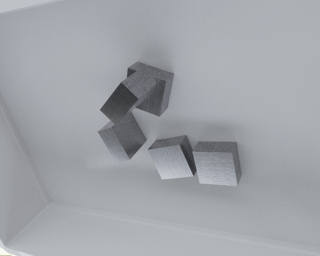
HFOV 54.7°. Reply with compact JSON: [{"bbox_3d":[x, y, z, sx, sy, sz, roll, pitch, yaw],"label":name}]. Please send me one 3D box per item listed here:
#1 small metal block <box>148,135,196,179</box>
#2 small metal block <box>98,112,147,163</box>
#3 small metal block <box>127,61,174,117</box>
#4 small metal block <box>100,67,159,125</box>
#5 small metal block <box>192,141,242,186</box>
[{"bbox_3d":[0.019,0.041,0.423,0.050,0.025,0.050,-12,113,32],"label":"small metal block"},{"bbox_3d":[-0.050,0.011,0.424,0.025,0.050,0.050,-16,110,34],"label":"small metal block"},{"bbox_3d":[-0.014,-0.049,0.385,0.050,0.025,0.050,21,126,15],"label":"small metal block"},{"bbox_3d":[-0.035,-0.037,0.354,0.025,0.050,0.050,44,129,-3],"label":"small metal block"},{"bbox_3d":[0.074,0.045,0.397,0.050,0.025,0.050,-1,118,28],"label":"small metal block"}]
